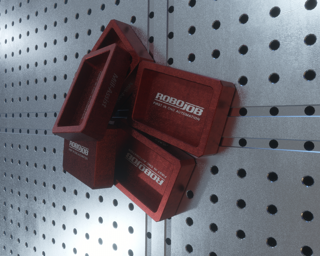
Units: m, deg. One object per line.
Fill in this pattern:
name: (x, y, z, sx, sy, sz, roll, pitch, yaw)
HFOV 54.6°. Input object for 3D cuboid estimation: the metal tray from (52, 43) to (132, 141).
metal tray: (-0.094, -0.047, 0.429, 0.090, 0.030, 0.130, -2, 64, 47)

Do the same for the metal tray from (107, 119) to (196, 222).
metal tray: (-0.023, 0.053, 0.425, 0.130, 0.030, 0.089, 32, 110, 35)

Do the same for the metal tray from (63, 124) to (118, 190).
metal tray: (-0.112, 0.033, 0.478, 0.130, 0.030, 0.089, 12, 99, 54)

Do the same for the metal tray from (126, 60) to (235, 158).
metal tray: (0.020, -0.028, 0.389, 0.130, 0.030, 0.089, 23, 105, 37)

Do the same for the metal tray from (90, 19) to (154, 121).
metal tray: (-0.075, -0.084, 0.469, 0.129, 0.030, 0.090, -47, 61, 30)
